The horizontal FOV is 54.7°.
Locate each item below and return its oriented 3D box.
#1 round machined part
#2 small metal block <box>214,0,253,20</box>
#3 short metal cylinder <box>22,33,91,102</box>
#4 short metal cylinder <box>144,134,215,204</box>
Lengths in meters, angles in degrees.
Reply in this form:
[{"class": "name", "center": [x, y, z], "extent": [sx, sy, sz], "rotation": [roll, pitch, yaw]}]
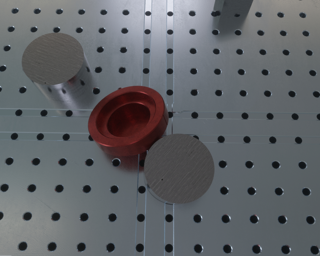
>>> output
[{"class": "round machined part", "center": [-0.036, -0.005, 0.391], "extent": [0.098, 0.042, 0.098], "rotation": [-9, 49, 11]}, {"class": "small metal block", "center": [0.114, -0.197, 0.472], "extent": [0.050, 0.050, 0.025], "rotation": [-16, 71, -6]}, {"class": "short metal cylinder", "center": [-0.140, -0.083, 0.428], "extent": [0.081, 0.050, 0.080], "rotation": [0, 70, 0]}, {"class": "short metal cylinder", "center": [0.021, 0.051, 0.376], "extent": [0.081, 0.050, 0.080], "rotation": [1, 75, -4]}]
